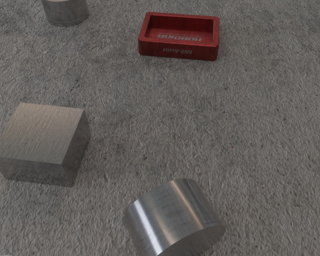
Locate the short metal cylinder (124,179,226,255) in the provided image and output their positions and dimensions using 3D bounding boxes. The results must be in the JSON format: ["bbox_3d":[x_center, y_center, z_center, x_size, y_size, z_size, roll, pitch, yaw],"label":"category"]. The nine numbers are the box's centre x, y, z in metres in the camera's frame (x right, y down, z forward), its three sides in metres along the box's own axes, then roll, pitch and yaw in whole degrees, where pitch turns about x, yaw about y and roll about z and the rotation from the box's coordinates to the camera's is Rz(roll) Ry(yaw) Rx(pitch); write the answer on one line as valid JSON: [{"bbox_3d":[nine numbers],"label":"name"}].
[{"bbox_3d":[0.013,0.092,0.290,0.081,0.080,0.050,-20,53,-16],"label":"short metal cylinder"}]

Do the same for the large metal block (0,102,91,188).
[{"bbox_3d":[-0.137,0.019,0.370,0.080,0.050,0.080,6,50,5],"label":"large metal block"}]

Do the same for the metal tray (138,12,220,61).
[{"bbox_3d":[0.034,-0.159,0.533,0.131,0.030,0.090,6,50,4],"label":"metal tray"}]

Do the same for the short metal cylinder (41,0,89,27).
[{"bbox_3d":[-0.179,-0.234,0.582,0.081,0.050,0.080,0,50,0],"label":"short metal cylinder"}]
